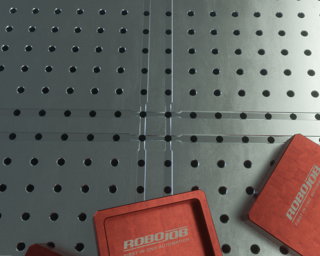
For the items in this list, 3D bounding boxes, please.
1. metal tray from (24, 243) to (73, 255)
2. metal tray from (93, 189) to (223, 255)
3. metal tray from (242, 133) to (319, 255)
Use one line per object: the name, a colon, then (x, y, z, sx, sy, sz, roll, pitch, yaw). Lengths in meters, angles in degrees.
metal tray: (-0.126, 0.204, 0.333, 0.090, 0.030, 0.130, 21, 71, 7)
metal tray: (-0.003, 0.126, 0.346, 0.131, 0.030, 0.090, -8, 70, -18)
metal tray: (0.173, 0.083, 0.381, 0.090, 0.030, 0.130, 34, 73, 11)
